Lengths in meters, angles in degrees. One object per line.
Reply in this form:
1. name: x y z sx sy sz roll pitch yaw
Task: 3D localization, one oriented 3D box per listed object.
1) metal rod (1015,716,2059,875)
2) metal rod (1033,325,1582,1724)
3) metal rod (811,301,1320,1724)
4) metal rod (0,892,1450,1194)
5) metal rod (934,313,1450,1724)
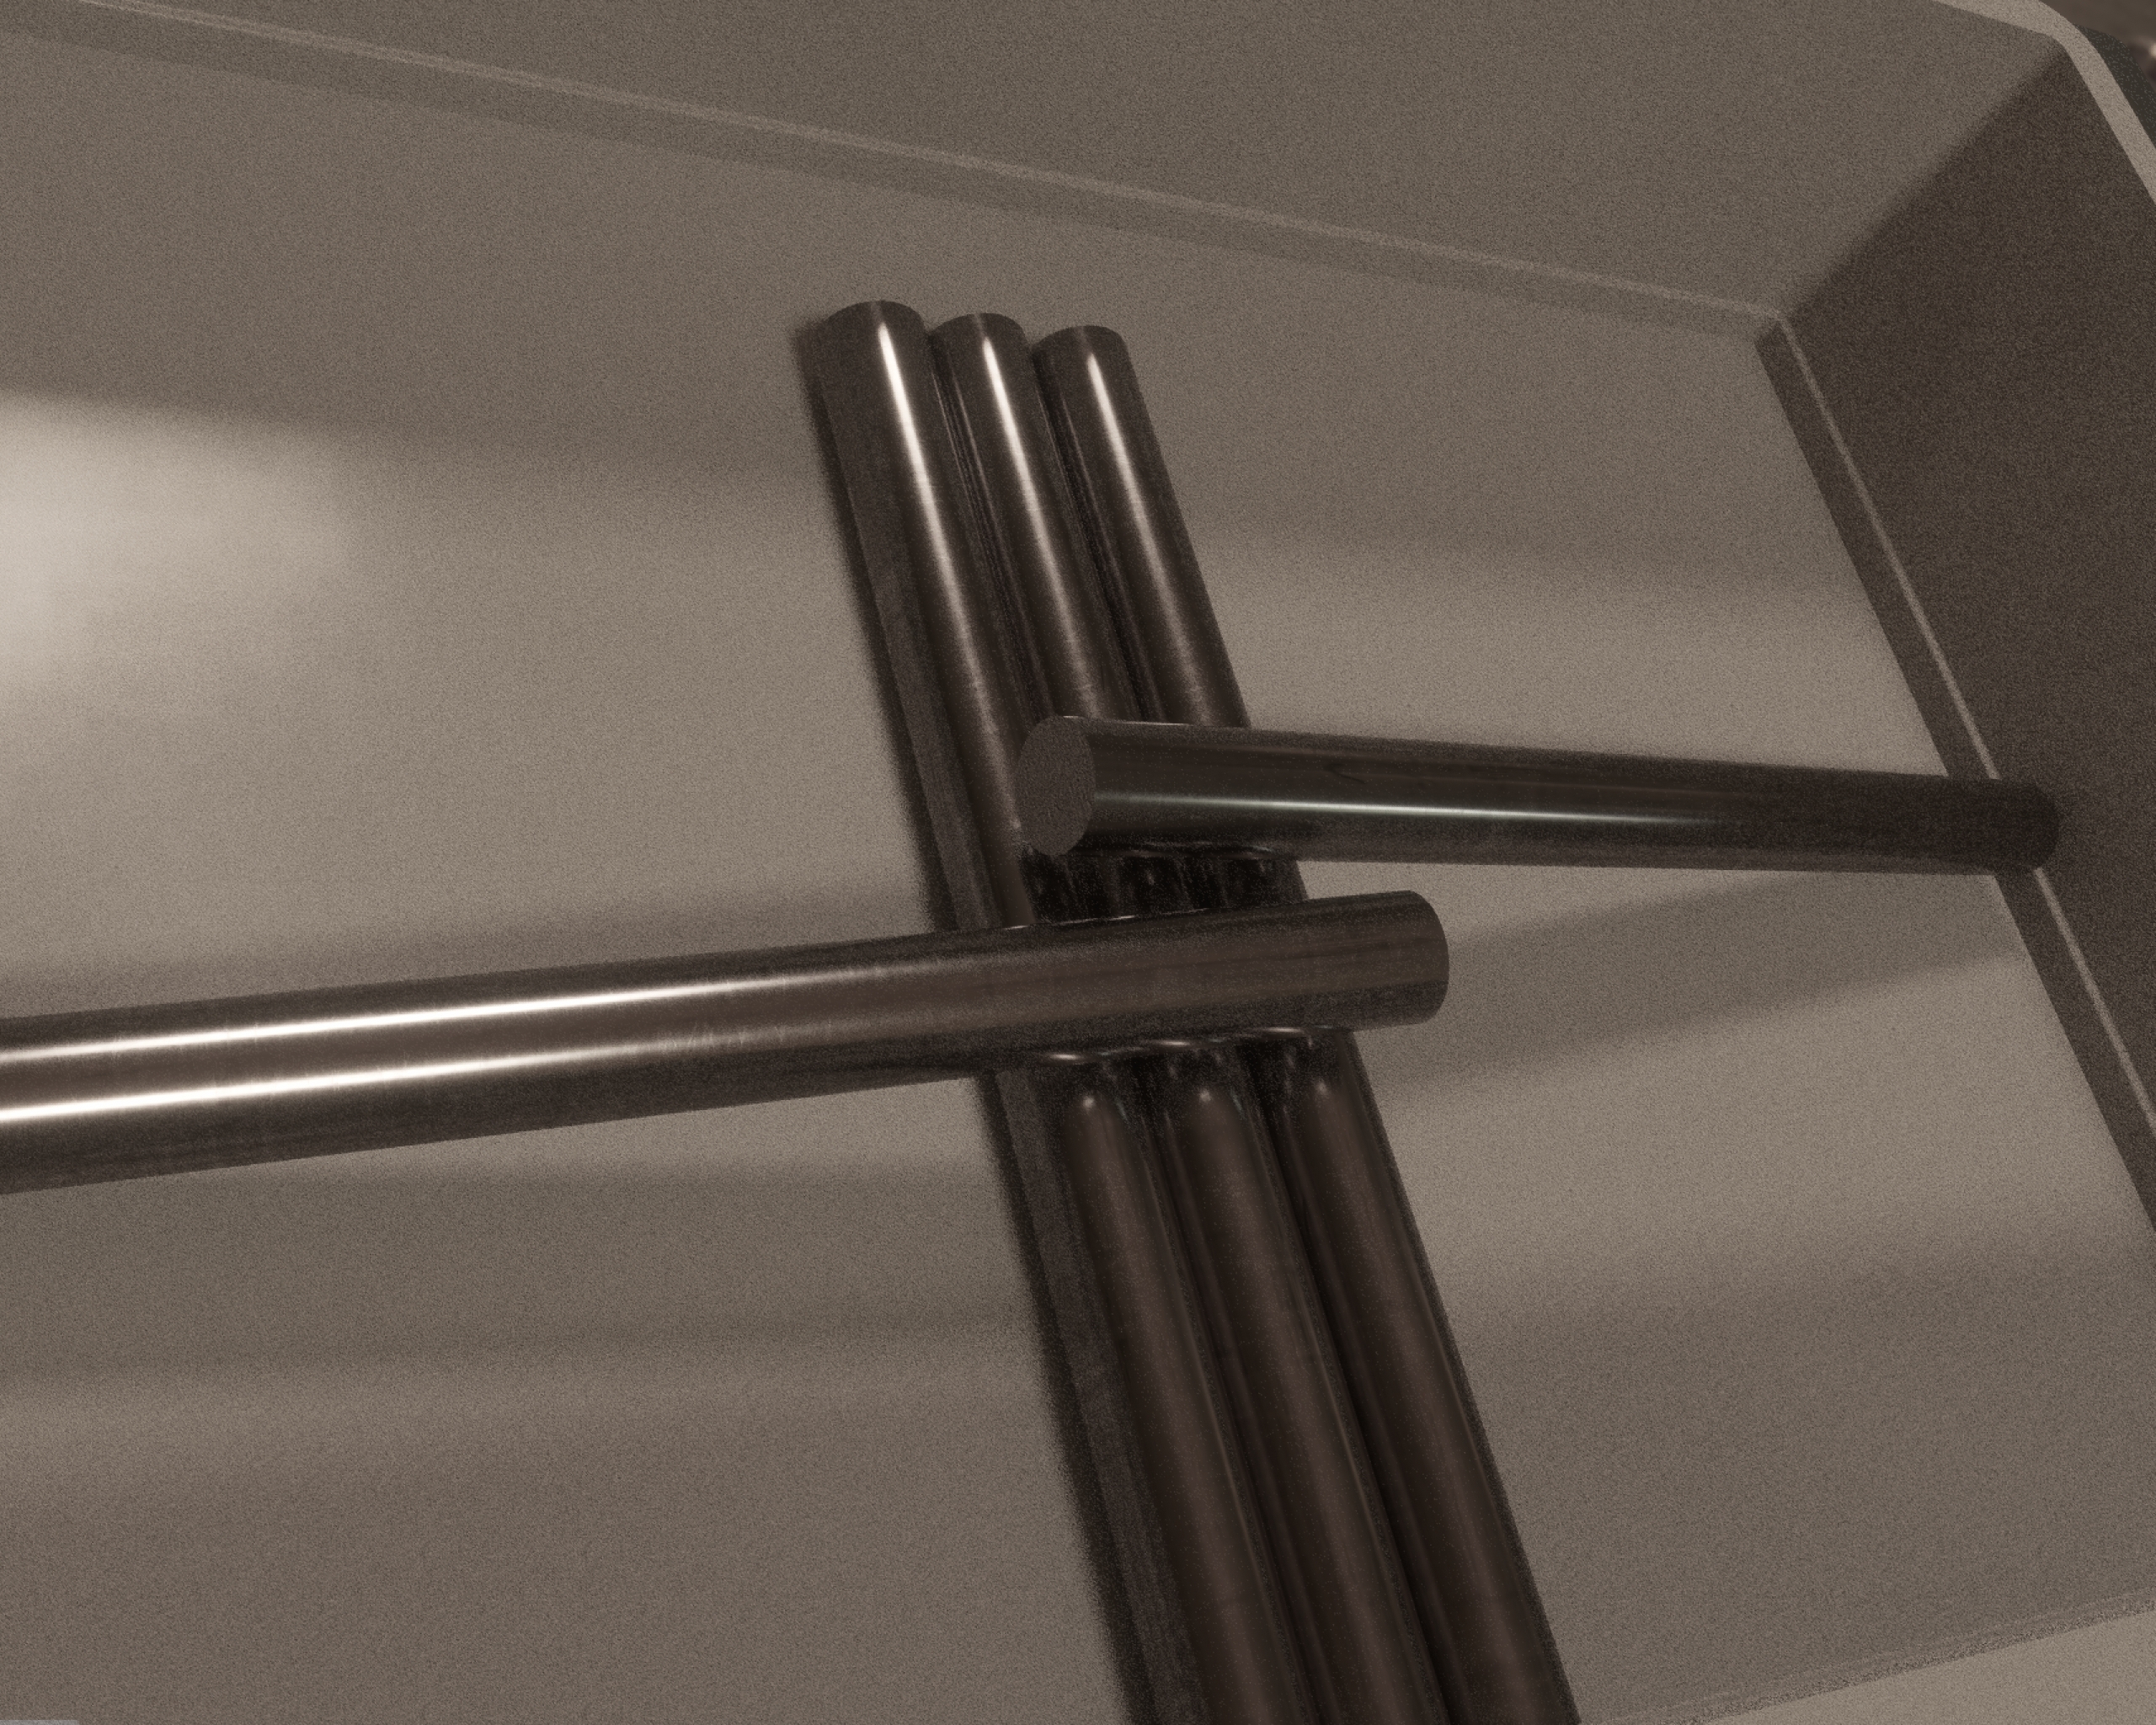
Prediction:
1. metal rod: 0.120 -0.011 0.455 0.302 0.025 0.025 1 61 -35
2. metal rod: 0.036 0.018 0.414 0.025 0.025 0.299 -1 62 -29
3. metal rod: -0.008 0.019 0.390 0.025 0.025 0.299 -1 62 -29
4. metal rod: -0.076 0.028 0.326 0.303 0.025 0.025 -4 64 -24
5. metal rod: 0.014 0.018 0.402 0.025 0.025 0.299 -1 62 -29
